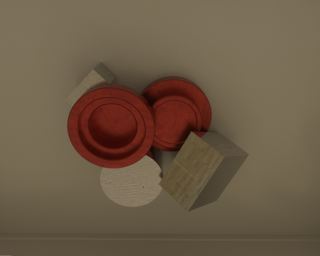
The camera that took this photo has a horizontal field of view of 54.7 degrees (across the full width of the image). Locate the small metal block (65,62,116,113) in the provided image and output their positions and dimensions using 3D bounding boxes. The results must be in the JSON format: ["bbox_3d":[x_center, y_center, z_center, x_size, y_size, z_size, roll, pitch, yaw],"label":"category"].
[{"bbox_3d":[-0.083,-0.050,0.376,0.025,0.050,0.050,43,105,-14],"label":"small metal block"}]

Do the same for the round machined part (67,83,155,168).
[{"bbox_3d":[-0.055,-0.005,0.367,0.099,0.042,0.097,0,110,-1],"label":"round machined part"}]

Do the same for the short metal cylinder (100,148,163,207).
[{"bbox_3d":[-0.036,0.058,0.417,0.081,0.050,0.079,0,110,-1],"label":"short metal cylinder"}]

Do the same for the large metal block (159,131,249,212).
[{"bbox_3d":[0.057,0.052,0.393,0.050,0.080,0.080,40,109,29],"label":"large metal block"}]

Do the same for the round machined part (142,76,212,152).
[{"bbox_3d":[0.017,-0.014,0.394,0.099,0.042,0.097,0,110,-1],"label":"round machined part"}]
